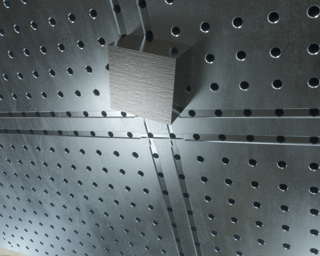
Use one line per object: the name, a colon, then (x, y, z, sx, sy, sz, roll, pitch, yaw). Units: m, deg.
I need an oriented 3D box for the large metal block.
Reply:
large metal block: (-0.012, -0.059, 0.365, 0.080, 0.050, 0.079, 16, 125, 19)
